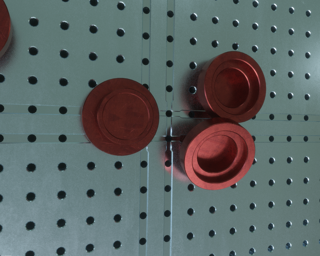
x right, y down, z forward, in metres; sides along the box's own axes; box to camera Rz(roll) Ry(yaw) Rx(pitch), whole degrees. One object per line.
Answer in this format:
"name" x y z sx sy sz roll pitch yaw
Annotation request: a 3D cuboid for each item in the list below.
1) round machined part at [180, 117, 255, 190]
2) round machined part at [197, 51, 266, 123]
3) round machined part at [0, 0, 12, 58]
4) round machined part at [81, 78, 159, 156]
"round machined part" 0.074 0.031 0.419 0.099 0.042 0.097 -5 112 -12
"round machined part" 0.097 -0.056 0.439 0.099 0.042 0.097 0 90 -20
"round machined part" -0.210 -0.108 0.326 0.099 0.042 0.097 0 90 -20
"round machined part" -0.047 -0.014 0.386 0.099 0.042 0.097 0 90 -20
